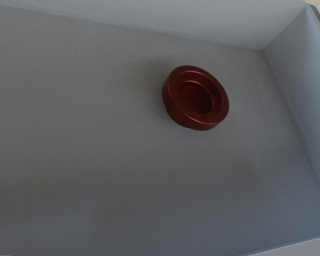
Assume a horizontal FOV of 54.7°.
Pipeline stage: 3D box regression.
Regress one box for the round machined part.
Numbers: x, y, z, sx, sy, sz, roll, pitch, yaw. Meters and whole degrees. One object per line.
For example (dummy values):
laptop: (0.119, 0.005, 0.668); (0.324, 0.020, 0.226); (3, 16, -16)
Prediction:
round machined part: (0.047, -0.038, 0.445); (0.099, 0.042, 0.098); (14, 56, -21)
